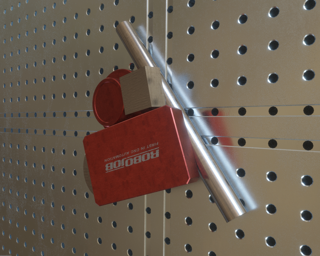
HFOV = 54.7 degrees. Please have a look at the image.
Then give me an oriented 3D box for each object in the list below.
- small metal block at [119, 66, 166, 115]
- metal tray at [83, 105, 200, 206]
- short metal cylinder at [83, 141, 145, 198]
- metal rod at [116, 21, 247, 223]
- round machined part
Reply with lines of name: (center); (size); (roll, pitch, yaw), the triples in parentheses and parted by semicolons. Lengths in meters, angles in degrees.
small metal block: (-0.022, -0.046, 0.392); (0.050, 0.025, 0.050); (-14, 84, 44)
metal tray: (-0.027, 0.036, 0.373); (0.130, 0.030, 0.090); (-20, 78, 25)
short metal cylinder: (-0.064, 0.057, 0.440); (0.080, 0.050, 0.079); (0, 90, 40)
metal rod: (0.016, -0.024, 0.392); (0.025, 0.025, 0.299); (-43, 64, 31)
round machined part: (-0.059, -0.036, 0.440); (0.098, 0.042, 0.097); (0, 90, 41)
